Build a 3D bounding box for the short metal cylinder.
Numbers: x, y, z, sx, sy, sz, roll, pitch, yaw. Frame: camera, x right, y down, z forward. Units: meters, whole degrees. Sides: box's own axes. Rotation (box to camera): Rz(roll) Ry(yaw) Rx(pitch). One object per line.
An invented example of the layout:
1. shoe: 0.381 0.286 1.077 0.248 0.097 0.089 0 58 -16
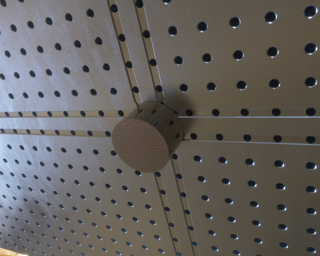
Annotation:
1. short metal cylinder: -0.016 0.012 0.408 0.080 0.050 0.079 13 124 20
